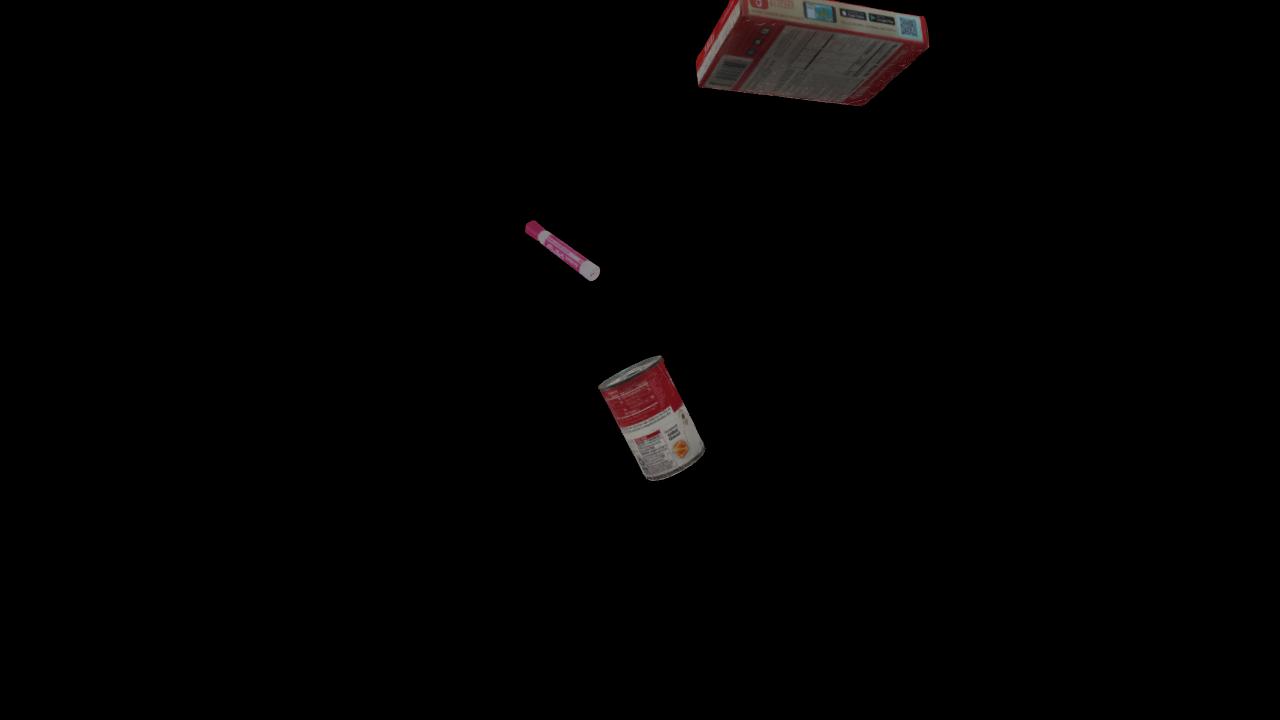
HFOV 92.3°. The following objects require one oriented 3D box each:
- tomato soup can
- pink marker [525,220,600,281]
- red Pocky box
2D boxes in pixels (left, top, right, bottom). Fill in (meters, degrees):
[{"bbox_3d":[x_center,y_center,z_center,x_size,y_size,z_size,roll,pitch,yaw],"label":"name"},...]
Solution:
[{"bbox_3d":[0.012,0.055,0.587,0.068,0.101,0.068,-26,7,3],"label":"tomato soup can"},{"bbox_3d":[-0.092,-0.128,0.709,0.121,0.020,0.020,38,20,28],"label":"pink marker"},{"bbox_3d":[0.128,-0.234,0.467,0.155,0.028,0.083,-1,-11,-17],"label":"red Pocky box"}]
